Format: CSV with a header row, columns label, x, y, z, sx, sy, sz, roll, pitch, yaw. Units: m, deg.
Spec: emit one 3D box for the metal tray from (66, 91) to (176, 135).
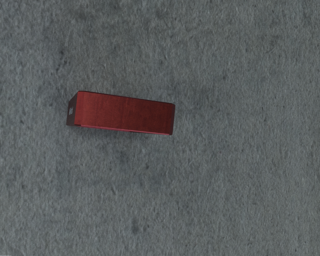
label,x,y,z,sx,sy,sz,roll,pitch,yaw
metal tray,-0.049,-0.013,0.335,0.091,0.130,0.030,6,88,-20
